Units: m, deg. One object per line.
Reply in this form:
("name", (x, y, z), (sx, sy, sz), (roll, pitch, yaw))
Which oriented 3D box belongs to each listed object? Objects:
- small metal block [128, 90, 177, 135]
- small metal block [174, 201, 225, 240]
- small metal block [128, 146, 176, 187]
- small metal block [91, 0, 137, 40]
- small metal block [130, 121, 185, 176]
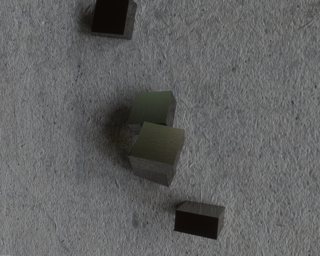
("small metal block", (-0.009, -0.019, 0.400), (0.050, 0.025, 0.050), (-2, 56, 20))
("small metal block", (0.050, 0.111, 0.378), (0.050, 0.050, 0.025), (6, 92, 20))
("small metal block", (-0.009, 0.046, 0.396), (0.050, 0.050, 0.025), (16, 56, 19))
("small metal block", (-0.063, -0.153, 0.431), (0.050, 0.025, 0.050), (11, 94, 19))
("small metal block", (-0.002, 0.024, 0.365), (0.050, 0.025, 0.050), (12, 55, 12))
